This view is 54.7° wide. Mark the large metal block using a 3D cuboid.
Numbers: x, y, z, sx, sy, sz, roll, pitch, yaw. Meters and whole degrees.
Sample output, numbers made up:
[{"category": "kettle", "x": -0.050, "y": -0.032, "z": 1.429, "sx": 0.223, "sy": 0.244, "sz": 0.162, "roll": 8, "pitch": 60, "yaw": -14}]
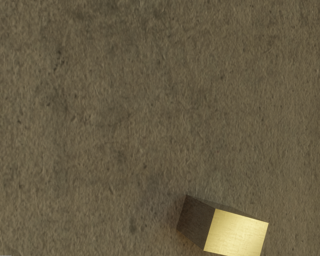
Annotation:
[{"category": "large metal block", "x": 0.080, "y": 0.130, "z": 0.411, "sx": 0.081, "sy": 0.080, "sz": 0.050, "roll": 20, "pitch": 84, "yaw": -19}]
